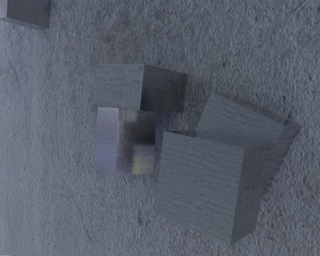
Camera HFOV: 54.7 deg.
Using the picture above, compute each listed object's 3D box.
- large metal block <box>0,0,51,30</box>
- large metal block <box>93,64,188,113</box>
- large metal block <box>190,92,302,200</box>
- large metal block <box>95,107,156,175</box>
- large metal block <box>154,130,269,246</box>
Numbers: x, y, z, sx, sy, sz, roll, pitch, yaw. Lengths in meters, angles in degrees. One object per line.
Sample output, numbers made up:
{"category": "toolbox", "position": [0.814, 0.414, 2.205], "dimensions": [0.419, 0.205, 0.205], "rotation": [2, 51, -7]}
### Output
{"category": "large metal block", "position": [-0.255, -0.236, 0.580], "dimensions": [0.050, 0.081, 0.079], "rotation": [11, 97, 39]}
{"category": "large metal block", "position": [-0.024, -0.049, 0.389], "dimensions": [0.080, 0.081, 0.050], "rotation": [10, 97, 39]}
{"category": "large metal block", "position": [0.083, 0.016, 0.320], "dimensions": [0.080, 0.050, 0.079], "rotation": [32, 110, 35]}
{"category": "large metal block", "position": [-0.048, 0.014, 0.412], "dimensions": [0.080, 0.050, 0.079], "rotation": [9, 96, 61]}
{"category": "large metal block", "position": [0.046, 0.048, 0.286], "dimensions": [0.080, 0.050, 0.079], "rotation": [11, 98, 39]}
